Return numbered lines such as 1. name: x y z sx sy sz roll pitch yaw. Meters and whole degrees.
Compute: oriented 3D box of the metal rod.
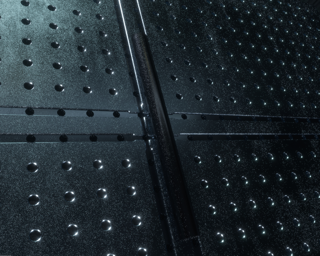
1. metal rod: 0.001 -0.006 0.414 0.025 0.025 0.299 0 62 -28
